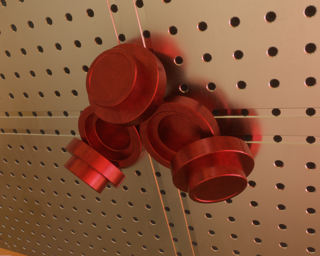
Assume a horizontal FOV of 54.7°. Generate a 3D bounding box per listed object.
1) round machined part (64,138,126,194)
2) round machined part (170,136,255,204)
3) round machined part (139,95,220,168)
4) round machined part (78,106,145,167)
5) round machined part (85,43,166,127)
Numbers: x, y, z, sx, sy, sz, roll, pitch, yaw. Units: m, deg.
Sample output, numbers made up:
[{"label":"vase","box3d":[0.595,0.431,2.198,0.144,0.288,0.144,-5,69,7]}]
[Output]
[{"label":"round machined part","box3d":[-0.102,0.061,0.460,0.098,0.042,0.098,34,163,12]},{"label":"round machined part","box3d":[0.064,0.055,0.365,0.099,0.042,0.097,-7,142,-5]},{"label":"round machined part","box3d":[0.027,0.004,0.387,0.098,0.042,0.097,13,124,20]},{"label":"round machined part","box3d":[-0.061,0.003,0.431,0.098,0.042,0.097,13,124,20]},{"label":"round machined part","box3d":[-0.046,-0.052,0.357,0.098,0.042,0.098,-5,78,26]}]
